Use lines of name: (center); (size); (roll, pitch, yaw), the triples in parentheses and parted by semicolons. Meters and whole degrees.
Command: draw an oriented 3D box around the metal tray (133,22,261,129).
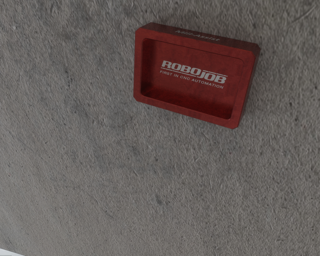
metal tray: (0.035, -0.059, 0.348); (0.130, 0.030, 0.089); (18, 126, 18)
